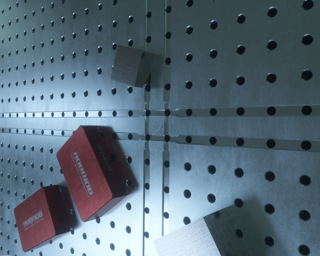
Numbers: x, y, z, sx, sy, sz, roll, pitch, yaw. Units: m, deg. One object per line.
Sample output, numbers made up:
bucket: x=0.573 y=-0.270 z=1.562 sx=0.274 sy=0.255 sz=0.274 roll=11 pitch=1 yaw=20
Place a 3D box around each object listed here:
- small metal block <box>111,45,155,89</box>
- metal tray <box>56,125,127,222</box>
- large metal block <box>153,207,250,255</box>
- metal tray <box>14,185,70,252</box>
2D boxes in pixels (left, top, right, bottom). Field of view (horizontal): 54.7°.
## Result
small metal block: x=-0.039 y=-0.087 z=0.440 sx=0.050 sy=0.025 sz=0.050 roll=22 pitch=104 yaw=37
metal tray: x=-0.113 y=0.071 z=0.497 sx=0.090 sy=0.030 sz=0.130 roll=-43 pitch=64 yaw=31
large metal block: x=0.050 y=0.147 z=0.350 sx=0.080 sy=0.050 sz=0.080 roll=-38 pitch=67 yaw=33
metal tray: x=-0.228 y=0.174 z=0.591 sx=0.130 sy=0.030 sz=0.090 roll=-34 pitch=69 yaw=34
